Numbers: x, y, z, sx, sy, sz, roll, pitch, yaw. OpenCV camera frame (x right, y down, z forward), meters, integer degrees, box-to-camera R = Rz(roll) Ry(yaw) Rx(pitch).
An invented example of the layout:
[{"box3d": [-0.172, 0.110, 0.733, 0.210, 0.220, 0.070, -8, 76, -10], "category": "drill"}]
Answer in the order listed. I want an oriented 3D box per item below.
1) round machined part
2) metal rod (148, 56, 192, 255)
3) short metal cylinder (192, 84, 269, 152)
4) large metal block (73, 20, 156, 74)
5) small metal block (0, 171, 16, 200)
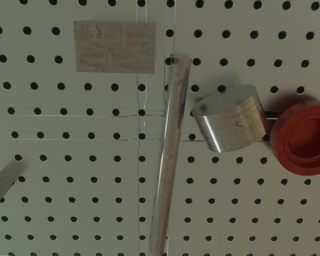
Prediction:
[{"box3d": [0.195, 0.011, 0.411, 0.099, 0.042, 0.097, 0, 110, -1], "category": "round machined part"}, {"box3d": [0.010, 0.052, 0.432, 0.025, 0.025, 0.298, 6, 110, -3], "category": "metal rod"}, {"box3d": [0.086, -0.013, 0.381, 0.080, 0.080, 0.050, -23, 109, 8], "category": "short metal cylinder"}, {"box3d": [-0.045, -0.094, 0.349, 0.081, 0.080, 0.050, 1, 110, -1], "category": "large metal block"}, {"box3d": [-0.237, 0.095, 0.432, 0.050, 0.050, 0.025, -42, 105, 14], "category": "small metal block"}]
